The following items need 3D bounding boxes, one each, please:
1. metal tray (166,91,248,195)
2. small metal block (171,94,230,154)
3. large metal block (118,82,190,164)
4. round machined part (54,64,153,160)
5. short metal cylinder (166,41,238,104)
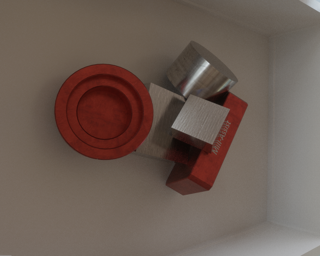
[{"bbox_3d":[0.061,0.023,0.414,0.030,0.090,0.130,32,67,-7],"label":"metal tray"},{"bbox_3d":[0.048,-0.005,0.363,0.050,0.050,0.025,-60,162,-23],"label":"small metal block"},{"bbox_3d":[-0.005,-0.003,0.387,0.080,0.050,0.080,19,78,-39],"label":"large metal block"},{"bbox_3d":[-0.060,-0.015,0.330,0.099,0.042,0.097,2,85,-17],"label":"round machined part"},{"bbox_3d":[0.055,-0.069,0.409,0.080,0.080,0.050,21,121,-38],"label":"short metal cylinder"}]
